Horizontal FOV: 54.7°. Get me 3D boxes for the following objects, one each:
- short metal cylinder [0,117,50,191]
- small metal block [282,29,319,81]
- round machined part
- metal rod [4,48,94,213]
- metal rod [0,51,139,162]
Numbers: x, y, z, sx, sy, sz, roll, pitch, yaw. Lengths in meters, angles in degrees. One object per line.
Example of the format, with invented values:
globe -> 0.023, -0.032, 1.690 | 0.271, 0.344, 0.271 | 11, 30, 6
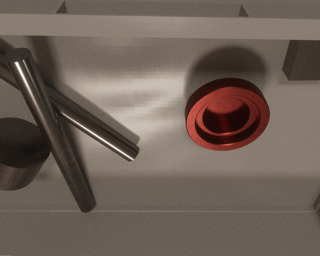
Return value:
short metal cylinder -> -0.190, 0.033, 0.398 | 0.080, 0.080, 0.050 | 27, 125, -22
small metal block -> 0.170, -0.081, 0.343 | 0.050, 0.025, 0.050 | -1, 130, 0
round machined part -> 0.080, -0.021, 0.382 | 0.099, 0.042, 0.097 | -1, 130, 0
metal rod -> -0.130, 0.030, 0.409 | 0.025, 0.025, 0.298 | -3, 137, 2
metal rod -> -0.143, -0.044, 0.369 | 0.025, 0.025, 0.301 | -37, 122, 27
